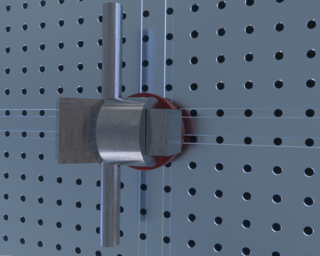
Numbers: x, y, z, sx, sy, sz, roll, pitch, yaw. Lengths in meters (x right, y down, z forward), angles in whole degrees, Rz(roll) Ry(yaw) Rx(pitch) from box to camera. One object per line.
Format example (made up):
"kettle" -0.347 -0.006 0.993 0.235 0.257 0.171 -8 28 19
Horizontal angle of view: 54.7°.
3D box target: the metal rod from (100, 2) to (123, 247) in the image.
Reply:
"metal rod" -0.061 -0.004 0.389 0.025 0.025 0.298 1 90 19

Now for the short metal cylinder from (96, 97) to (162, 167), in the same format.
"short metal cylinder" -0.032 0.004 0.361 0.050 0.080 0.079 1 90 20

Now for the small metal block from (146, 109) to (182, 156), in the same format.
"small metal block" 0.006 0.004 0.352 0.025 0.050 0.050 1 91 20

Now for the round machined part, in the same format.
"round machined part" -0.015 0.004 0.407 0.098 0.042 0.097 0 90 19

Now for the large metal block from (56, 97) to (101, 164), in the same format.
"large metal block" -0.111 0.003 0.415 0.050 0.080 0.079 1 90 -21
